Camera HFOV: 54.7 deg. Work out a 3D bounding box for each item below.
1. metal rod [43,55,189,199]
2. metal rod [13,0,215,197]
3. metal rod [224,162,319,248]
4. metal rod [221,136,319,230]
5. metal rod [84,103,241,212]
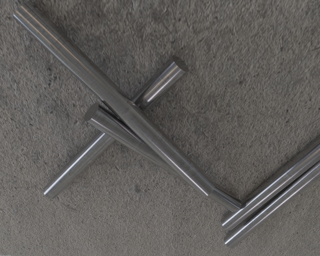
[{"bbox_3d":[-0.075,0.015,0.418,0.025,0.025,0.299,33,122,-25],"label":"metal rod"},{"bbox_3d":[-0.037,-0.018,0.358,0.025,0.025,0.300,-35,113,26],"label":"metal rod"},{"bbox_3d":[0.198,0.116,0.507,0.025,0.025,0.298,20,127,-17],"label":"metal rod"},{"bbox_3d":[0.191,0.072,0.469,0.025,0.025,0.298,23,127,-18],"label":"metal rod"},{"bbox_3d":[0.024,0.055,0.433,0.025,0.025,0.301,-35,128,26],"label":"metal rod"}]
